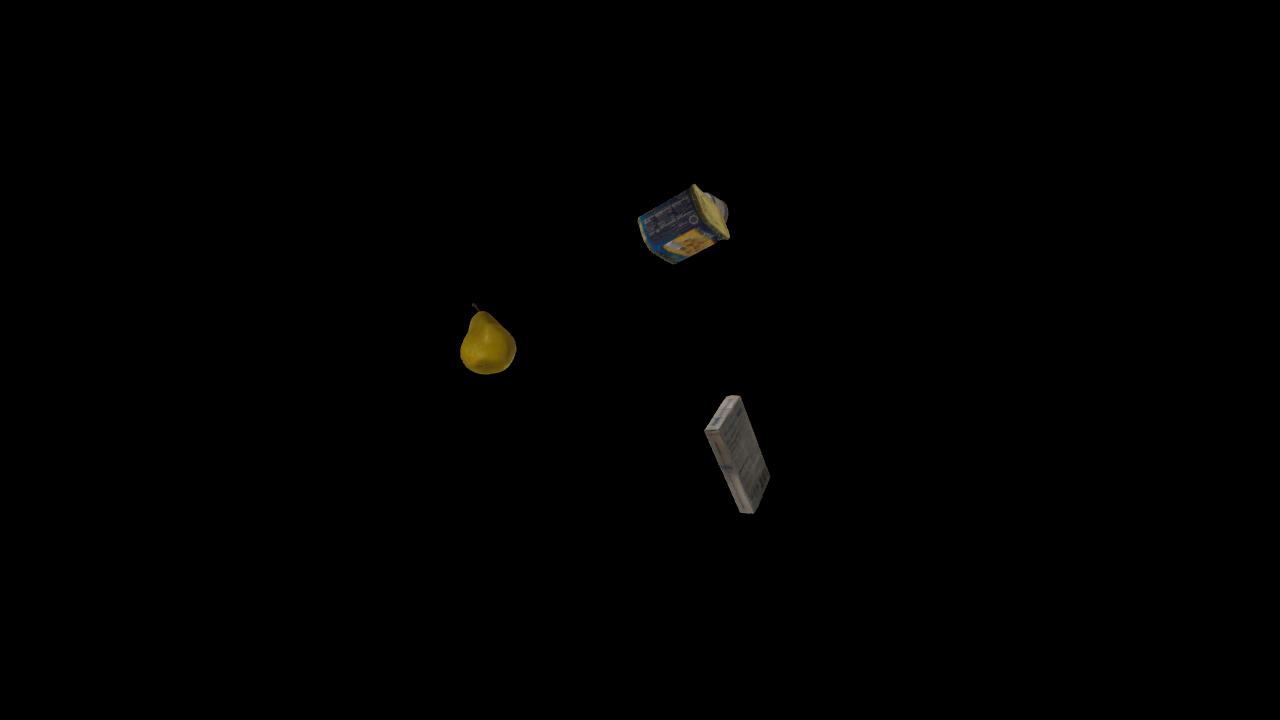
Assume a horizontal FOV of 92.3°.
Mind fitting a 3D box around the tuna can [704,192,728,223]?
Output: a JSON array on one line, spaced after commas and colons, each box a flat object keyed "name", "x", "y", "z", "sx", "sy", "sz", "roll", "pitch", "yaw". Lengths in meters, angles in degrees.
[{"name": "tuna can", "x": 0.099, "y": -0.224, "z": 0.985, "sx": 0.034, "sy": 0.084, "sz": 0.084, "roll": 21, "pitch": -12, "yaw": -33}]

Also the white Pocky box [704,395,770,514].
[{"name": "white Pocky box", "x": 0.144, "y": 0.137, "z": 0.885, "sx": 0.028, "sy": 0.154, "sz": 0.084, "roll": -6, "pitch": 29, "yaw": 36}]

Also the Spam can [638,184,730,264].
[{"name": "Spam can", "x": 0.057, "y": -0.171, "z": 0.793, "sx": 0.085, "sy": 0.058, "sz": 0.101, "roll": -25, "pitch": -16, "yaw": 22}]

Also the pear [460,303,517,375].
[{"name": "pear", "x": -0.224, "y": -0.036, "z": 0.906, "sx": 0.080, "sy": 0.111, "sz": 0.080, "roll": -6, "pitch": -23, "yaw": -3}]
